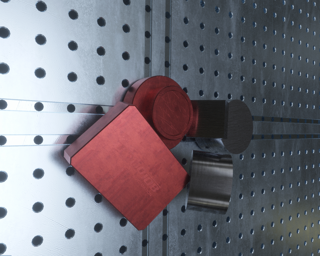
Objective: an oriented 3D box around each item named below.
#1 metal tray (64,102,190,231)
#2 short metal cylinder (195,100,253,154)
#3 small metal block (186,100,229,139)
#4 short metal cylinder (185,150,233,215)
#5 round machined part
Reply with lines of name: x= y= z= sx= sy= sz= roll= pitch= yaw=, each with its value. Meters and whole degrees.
metal tray: x=-0.033 y=0.045 z=0.359 sx=0.090 sy=0.030 sz=0.130 roll=-44 pitch=118 yaw=-14
short metal cylinder: x=0.096 y=-0.002 z=0.470 sx=0.081 sy=0.050 sz=0.079 roll=0 pitch=90 yaw=-40
small metal block: x=0.065 y=-0.011 z=0.419 sx=0.025 sy=0.050 sz=0.050 roll=13 pitch=80 yaw=-68
short metal cylinder: x=0.064 y=0.072 z=0.415 sx=0.050 sy=0.080 sz=0.080 roll=7 pitch=84 yaw=4
round machined part: x=0.004 y=-0.019 z=0.396 sx=0.099 sy=0.042 sz=0.097 roll=0 pitch=90 yaw=-40
